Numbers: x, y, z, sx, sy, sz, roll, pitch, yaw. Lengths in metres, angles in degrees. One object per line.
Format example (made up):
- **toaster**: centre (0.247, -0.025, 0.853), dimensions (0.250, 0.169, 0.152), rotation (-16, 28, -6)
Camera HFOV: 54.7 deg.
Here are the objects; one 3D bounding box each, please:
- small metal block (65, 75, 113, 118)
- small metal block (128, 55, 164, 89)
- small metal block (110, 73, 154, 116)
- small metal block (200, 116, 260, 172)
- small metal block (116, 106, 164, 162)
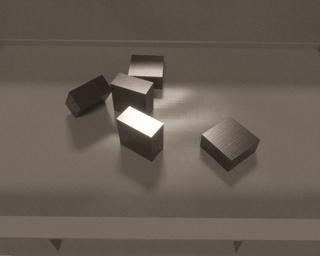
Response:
- **small metal block**: centre (-0.097, -0.042, 0.419), dimensions (0.050, 0.050, 0.025), rotation (-34, 92, -25)
- **small metal block**: centre (-0.020, -0.087, 0.478), dimensions (0.050, 0.025, 0.050), rotation (3, 50, 1)
- **small metal block**: centre (-0.037, -0.042, 0.424), dimensions (0.050, 0.050, 0.025), rotation (18, 51, 14)
- **small metal block**: centre (0.087, 0.019, 0.390), dimensions (0.050, 0.025, 0.050), rotation (-31, 57, -24)
- **small metal block**: centre (-0.024, 0.008, 0.382), dimensions (0.050, 0.050, 0.025), rotation (28, 55, 21)
